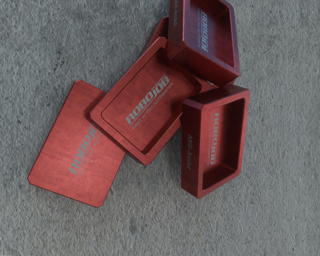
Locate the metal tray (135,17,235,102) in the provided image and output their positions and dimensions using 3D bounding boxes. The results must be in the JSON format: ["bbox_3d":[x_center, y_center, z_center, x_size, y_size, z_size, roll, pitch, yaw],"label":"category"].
[{"bbox_3d":[0.036,-0.076,0.422,0.131,0.030,0.090,28,81,-18],"label":"metal tray"}]

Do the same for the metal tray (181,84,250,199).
[{"bbox_3d":[0.070,0.017,0.398,0.091,0.030,0.129,-21,122,-35],"label":"metal tray"}]

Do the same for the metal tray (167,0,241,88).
[{"bbox_3d":[0.056,-0.125,0.393,0.091,0.030,0.130,22,55,-29],"label":"metal tray"}]

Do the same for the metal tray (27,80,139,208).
[{"bbox_3d":[-0.088,0.019,0.375,0.090,0.030,0.130,26,81,-19],"label":"metal tray"}]

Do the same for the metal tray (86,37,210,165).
[{"bbox_3d":[-0.011,-0.032,0.372,0.090,0.030,0.130,43,76,-15],"label":"metal tray"}]
